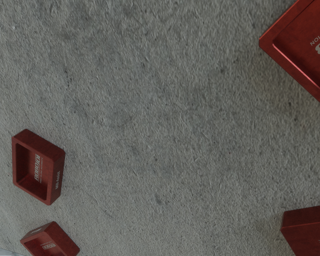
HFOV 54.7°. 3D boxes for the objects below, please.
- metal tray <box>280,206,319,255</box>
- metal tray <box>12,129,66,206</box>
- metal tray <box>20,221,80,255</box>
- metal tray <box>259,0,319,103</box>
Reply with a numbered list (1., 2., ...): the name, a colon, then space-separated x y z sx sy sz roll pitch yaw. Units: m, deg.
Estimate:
1. metal tray: 0.221 0.155 0.383 0.090 0.030 0.130 -24 106 36
2. metal tray: -0.224 0.074 0.567 0.090 0.030 0.129 28 128 10
3. metal tray: -0.250 0.266 0.699 0.130 0.030 0.090 -30 102 37
4. metal tray: 0.163 -0.092 0.260 0.090 0.030 0.129 42 129 -2
